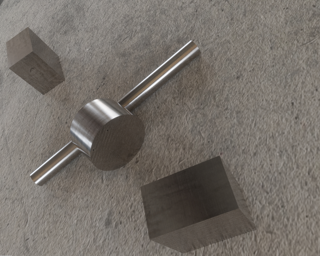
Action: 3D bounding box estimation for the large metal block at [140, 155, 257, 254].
[{"bbox_3d":[0.039,0.078,0.300,0.080,0.080,0.050,-24,53,13],"label":"large metal block"}]

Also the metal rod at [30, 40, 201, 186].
[{"bbox_3d":[-0.064,-0.021,0.450,0.300,0.025,0.025,-40,51,1],"label":"metal rod"}]

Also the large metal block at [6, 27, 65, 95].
[{"bbox_3d":[-0.225,-0.121,0.560,0.050,0.080,0.080,-33,52,7],"label":"large metal block"}]

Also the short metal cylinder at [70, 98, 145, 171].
[{"bbox_3d":[-0.066,0.008,0.399,0.050,0.080,0.080,35,81,38],"label":"short metal cylinder"}]
